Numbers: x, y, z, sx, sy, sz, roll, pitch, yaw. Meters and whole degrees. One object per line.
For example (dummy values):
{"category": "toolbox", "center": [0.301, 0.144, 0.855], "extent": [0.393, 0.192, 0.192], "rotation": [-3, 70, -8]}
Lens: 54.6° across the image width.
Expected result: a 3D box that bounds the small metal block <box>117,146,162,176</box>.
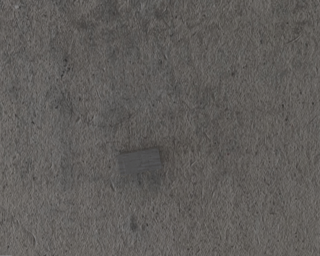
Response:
{"category": "small metal block", "center": [-0.025, 0.041, 0.397], "extent": [0.050, 0.050, 0.025], "rotation": [-10, 90, 0]}
